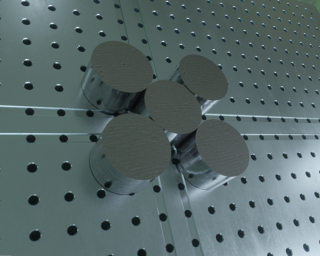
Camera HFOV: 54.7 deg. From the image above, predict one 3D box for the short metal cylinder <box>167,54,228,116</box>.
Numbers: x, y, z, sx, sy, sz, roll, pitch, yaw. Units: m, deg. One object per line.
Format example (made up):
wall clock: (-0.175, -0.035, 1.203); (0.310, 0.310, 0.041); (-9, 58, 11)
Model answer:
short metal cylinder: (0.052, -0.061, 0.456); (0.081, 0.050, 0.080); (14, 56, -21)

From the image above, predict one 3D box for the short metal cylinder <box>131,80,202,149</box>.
short metal cylinder: (0.007, -0.016, 0.407); (0.081, 0.050, 0.080); (14, 56, -21)

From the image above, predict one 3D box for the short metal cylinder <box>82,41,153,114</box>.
short metal cylinder: (-0.056, -0.065, 0.402); (0.081, 0.050, 0.080); (14, 56, -21)

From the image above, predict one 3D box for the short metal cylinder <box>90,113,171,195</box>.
short metal cylinder: (-0.034, 0.030, 0.355); (0.081, 0.050, 0.080); (14, 56, -21)

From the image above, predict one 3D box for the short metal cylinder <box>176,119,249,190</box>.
short metal cylinder: (0.069, 0.035, 0.409); (0.081, 0.050, 0.080); (14, 56, -21)
